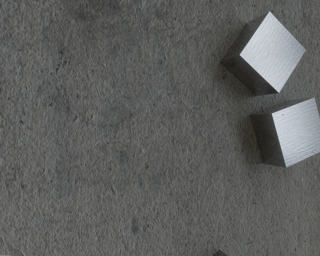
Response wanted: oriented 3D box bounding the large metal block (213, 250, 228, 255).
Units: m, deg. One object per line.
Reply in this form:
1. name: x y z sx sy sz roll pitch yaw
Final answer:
1. large metal block: 0.083 0.234 0.427 0.080 0.050 0.080 -33 101 -17

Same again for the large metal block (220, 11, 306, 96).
1. large metal block: 0.149 -0.104 0.450 0.080 0.050 0.080 39 78 -16

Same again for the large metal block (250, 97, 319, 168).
1. large metal block: 0.193 0.005 0.467 0.081 0.050 0.080 -19 97 -19
